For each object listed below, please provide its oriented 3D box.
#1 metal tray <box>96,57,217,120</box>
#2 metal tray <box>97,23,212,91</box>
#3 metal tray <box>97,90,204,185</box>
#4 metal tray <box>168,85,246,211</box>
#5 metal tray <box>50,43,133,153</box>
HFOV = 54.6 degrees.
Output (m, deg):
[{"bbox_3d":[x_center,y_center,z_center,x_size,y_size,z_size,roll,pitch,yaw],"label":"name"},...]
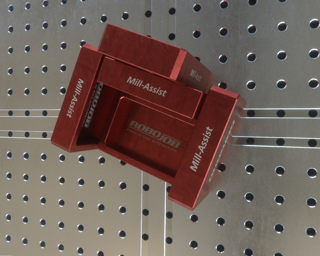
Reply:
[{"bbox_3d":[0.001,-0.046,0.378,0.130,0.090,0.030,23,98,18],"label":"metal tray"},{"bbox_3d":[0.001,-0.075,0.356,0.090,0.130,0.030,24,99,18],"label":"metal tray"},{"bbox_3d":[-0.010,0.011,0.413,0.130,0.030,0.090,23,98,18],"label":"metal tray"},{"bbox_3d":[0.057,0.021,0.357,0.030,0.090,0.129,23,98,18],"label":"metal tray"},{"bbox_3d":[-0.085,-0.035,0.408,0.030,0.090,0.129,23,98,18],"label":"metal tray"}]
